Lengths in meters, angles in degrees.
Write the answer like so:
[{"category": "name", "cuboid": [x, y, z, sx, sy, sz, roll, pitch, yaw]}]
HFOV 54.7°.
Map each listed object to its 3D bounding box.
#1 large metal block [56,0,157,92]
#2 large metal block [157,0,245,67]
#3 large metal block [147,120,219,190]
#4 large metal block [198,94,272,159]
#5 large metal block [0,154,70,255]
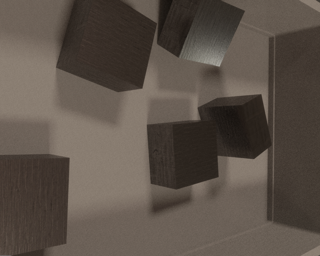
[{"category": "large metal block", "cuboid": [-0.057, -0.092, 0.344, 0.080, 0.050, 0.080, 19, 78, -39]}, {"category": "large metal block", "cuboid": [0.054, -0.135, 0.415, 0.081, 0.050, 0.079, 1, 121, -40]}, {"category": "large metal block", "cuboid": [0.032, 0.032, 0.419, 0.081, 0.050, 0.079, -7, 94, -40]}, {"category": "large metal block", "cuboid": [0.112, -0.003, 0.468, 0.050, 0.080, 0.080, -27, 107, -37]}, {"category": "large metal block", "cuboid": [-0.132, 0.066, 0.281, 0.081, 0.050, 0.079, 3, 88, -40]}]
